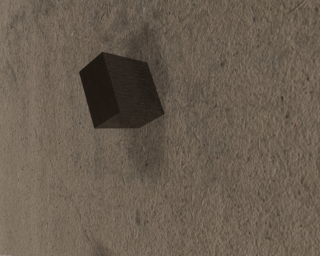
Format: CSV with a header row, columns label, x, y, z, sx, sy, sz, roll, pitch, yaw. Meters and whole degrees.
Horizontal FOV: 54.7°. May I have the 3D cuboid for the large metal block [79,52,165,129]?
label,x,y,z,sx,sy,sz,roll,pitch,yaw
large metal block,-0.049,-0.046,0.408,0.050,0.081,0.080,-29,72,36
